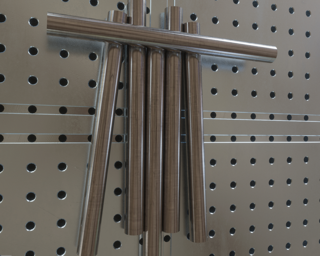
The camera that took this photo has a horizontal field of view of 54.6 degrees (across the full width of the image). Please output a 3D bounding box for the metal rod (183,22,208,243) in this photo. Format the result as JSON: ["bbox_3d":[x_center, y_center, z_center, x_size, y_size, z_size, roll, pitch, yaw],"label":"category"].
[{"bbox_3d":[0.048,0.006,0.430,0.025,0.025,0.298,-2,91,-20],"label":"metal rod"}]

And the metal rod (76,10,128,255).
[{"bbox_3d":[-0.071,0.005,0.385,0.025,0.025,0.299,8,87,-20],"label":"metal rod"}]

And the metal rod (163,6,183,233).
[{"bbox_3d":[0.016,-0.011,0.420,0.025,0.025,0.298,1,90,-20],"label":"metal rod"}]

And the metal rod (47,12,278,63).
[{"bbox_3d":[0.018,-0.110,0.392,0.302,0.025,0.025,2,90,-20],"label":"metal rod"}]

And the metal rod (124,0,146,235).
[{"bbox_3d":[-0.032,-0.015,0.401,0.025,0.025,0.298,1,90,-20],"label":"metal rod"}]

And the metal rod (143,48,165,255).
[{"bbox_3d":[-0.008,0.041,0.409,0.025,0.025,0.298,1,90,-20],"label":"metal rod"}]
